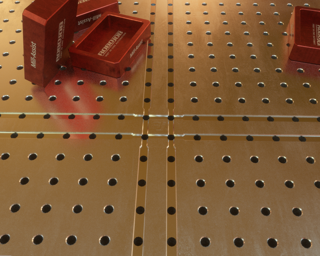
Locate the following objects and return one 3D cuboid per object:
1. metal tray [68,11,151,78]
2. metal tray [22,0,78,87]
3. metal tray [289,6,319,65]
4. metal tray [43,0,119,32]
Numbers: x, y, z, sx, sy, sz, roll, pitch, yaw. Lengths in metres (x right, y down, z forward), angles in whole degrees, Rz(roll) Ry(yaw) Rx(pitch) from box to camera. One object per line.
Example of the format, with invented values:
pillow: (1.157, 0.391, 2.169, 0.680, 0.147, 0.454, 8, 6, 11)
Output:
metal tray: (-0.081, -0.146, 0.526, 0.090, 0.030, 0.130, 17, 52, 14)
metal tray: (-0.158, -0.132, 0.448, 0.030, 0.129, 0.090, 26, 52, -4)
metal tray: (0.277, -0.163, 0.542, 0.090, 0.030, 0.130, 12, 51, 10)
metal tray: (-0.156, -0.228, 0.596, 0.131, 0.030, 0.090, -29, 56, -23)
